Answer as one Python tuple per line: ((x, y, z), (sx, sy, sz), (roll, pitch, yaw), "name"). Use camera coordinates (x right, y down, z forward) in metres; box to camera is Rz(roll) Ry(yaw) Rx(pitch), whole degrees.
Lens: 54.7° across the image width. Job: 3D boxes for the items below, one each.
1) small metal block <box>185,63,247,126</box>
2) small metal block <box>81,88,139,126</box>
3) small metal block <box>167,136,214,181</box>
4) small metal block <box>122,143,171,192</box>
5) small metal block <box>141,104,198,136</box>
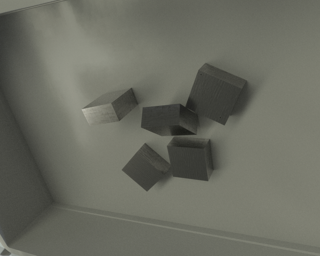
((0.063, -0.038, 0.352), (0.050, 0.025, 0.050), (26, 128, 12), "small metal block")
((-0.065, -0.028, 0.410), (0.050, 0.050, 0.025), (-8, 115, 31), "small metal block")
((0.041, 0.040, 0.412), (0.050, 0.025, 0.050), (3, 120, 26), "small metal block")
((-0.020, 0.058, 0.456), (0.050, 0.025, 0.050), (41, 129, 0), "small metal block")
((0.013, -0.008, 0.378), (0.050, 0.050, 0.025), (-4, 75, 30), "small metal block")
